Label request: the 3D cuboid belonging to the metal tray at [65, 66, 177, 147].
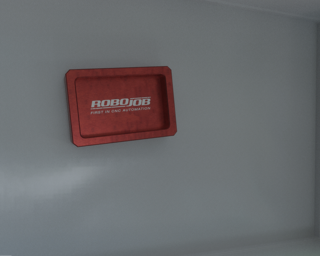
[{"bbox_3d":[-0.048,-0.029,0.389,0.131,0.030,0.090,-6,92,-20],"label":"metal tray"}]
